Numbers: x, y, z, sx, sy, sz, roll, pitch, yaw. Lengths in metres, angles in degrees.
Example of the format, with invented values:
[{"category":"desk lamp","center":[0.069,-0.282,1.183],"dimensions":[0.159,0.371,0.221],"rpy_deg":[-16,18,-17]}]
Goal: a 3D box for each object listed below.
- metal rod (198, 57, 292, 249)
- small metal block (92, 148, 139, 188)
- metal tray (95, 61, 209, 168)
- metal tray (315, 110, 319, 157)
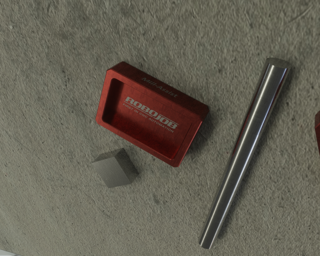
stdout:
[{"category":"metal rod","center":[0.094,0.055,0.390],"dimensions":[0.025,0.025,0.298],"rpy_deg":[22,127,15]},{"category":"small metal block","center":[-0.069,0.063,0.480],"dimensions":[0.050,0.025,0.050],"rpy_deg":[-18,109,34]},{"category":"metal tray","center":[-0.014,-0.016,0.399],"dimensions":[0.130,0.030,0.089],"rpy_deg":[29,128,9]},{"category":"metal tray","center":[0.216,0.040,0.314],"dimensions":[0.090,0.030,0.129],"rpy_deg":[-8,115,31]}]
